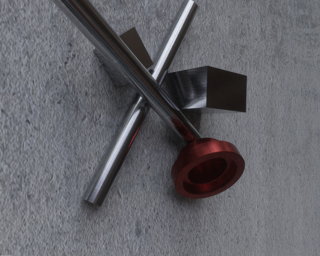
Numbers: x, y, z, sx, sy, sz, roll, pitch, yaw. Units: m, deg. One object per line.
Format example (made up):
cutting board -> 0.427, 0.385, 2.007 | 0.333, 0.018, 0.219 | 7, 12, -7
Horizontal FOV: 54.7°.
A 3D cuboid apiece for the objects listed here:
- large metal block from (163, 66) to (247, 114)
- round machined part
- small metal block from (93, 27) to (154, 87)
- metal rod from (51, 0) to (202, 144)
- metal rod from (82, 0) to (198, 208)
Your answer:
large metal block -> 0.060, -0.048, 0.421 | 0.081, 0.080, 0.050 | 3, 88, -40
round machined part -> 0.062, 0.051, 0.426 | 0.098, 0.098, 0.042 | 28, 28, -37
small metal block -> -0.043, -0.085, 0.370 | 0.050, 0.025, 0.050 | -43, 117, -32
metal rod -> -0.006, -0.038, 0.364 | 0.300, 0.025, 0.025 | 46, 62, -43
metal rod -> -0.016, -0.045, 0.392 | 0.025, 0.025, 0.300 | 38, 66, -34
